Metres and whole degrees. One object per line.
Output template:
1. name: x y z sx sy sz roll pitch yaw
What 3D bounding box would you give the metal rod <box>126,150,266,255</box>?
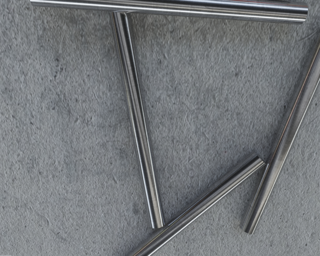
1. metal rod: 0.031 0.139 0.461 0.299 0.025 0.025 -43 105 14

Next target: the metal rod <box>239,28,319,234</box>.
1. metal rod: 0.168 0.015 0.416 0.025 0.025 0.298 13 110 -5

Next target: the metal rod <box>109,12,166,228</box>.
1. metal rod: -0.026 0.003 0.410 0.025 0.025 0.298 -8 110 3

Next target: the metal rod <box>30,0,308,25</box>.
1. metal rod: 0.016 -0.138 0.344 0.302 0.025 0.025 1 110 -7
